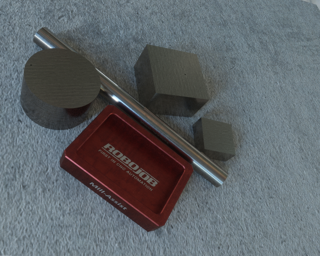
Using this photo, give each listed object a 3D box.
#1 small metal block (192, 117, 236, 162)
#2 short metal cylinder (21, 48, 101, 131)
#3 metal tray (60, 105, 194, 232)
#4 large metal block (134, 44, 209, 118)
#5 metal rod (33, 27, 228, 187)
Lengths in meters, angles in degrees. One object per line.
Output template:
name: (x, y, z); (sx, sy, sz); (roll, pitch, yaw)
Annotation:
small metal block: (0.076, 0.017, 0.438); (0.050, 0.025, 0.050); (12, 57, -22)
short metal cylinder: (-0.114, -0.044, 0.355); (0.081, 0.050, 0.080); (14, 56, -21)
metal tray: (-0.035, 0.044, 0.358); (0.130, 0.030, 0.090); (38, 51, -3)
large metal block: (0.014, -0.064, 0.437); (0.081, 0.050, 0.080); (4, 60, -27)
metal rod: (-0.036, -0.025, 0.402); (0.300, 0.025, 0.025); (39, 51, -3)
